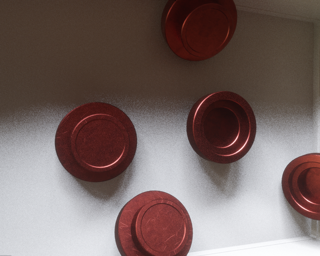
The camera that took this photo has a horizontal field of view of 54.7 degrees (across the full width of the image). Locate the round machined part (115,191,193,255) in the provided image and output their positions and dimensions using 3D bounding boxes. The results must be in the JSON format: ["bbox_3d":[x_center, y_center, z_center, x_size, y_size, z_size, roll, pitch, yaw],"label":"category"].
[{"bbox_3d":[-0.003,0.126,0.383,0.099,0.042,0.098,9,63,-19],"label":"round machined part"}]

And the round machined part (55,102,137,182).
[{"bbox_3d":[-0.075,0.017,0.375,0.099,0.042,0.097,0,90,-21],"label":"round machined part"}]

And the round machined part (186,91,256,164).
[{"bbox_3d":[0.081,-0.001,0.433,0.099,0.042,0.097,0,90,-21],"label":"round machined part"}]

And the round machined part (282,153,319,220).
[{"bbox_3d":[0.241,0.086,0.469,0.042,0.098,0.097,-6,93,-45],"label":"round machined part"}]

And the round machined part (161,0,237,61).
[{"bbox_3d":[0.054,-0.130,0.397,0.099,0.042,0.097,-9,128,-11],"label":"round machined part"}]
